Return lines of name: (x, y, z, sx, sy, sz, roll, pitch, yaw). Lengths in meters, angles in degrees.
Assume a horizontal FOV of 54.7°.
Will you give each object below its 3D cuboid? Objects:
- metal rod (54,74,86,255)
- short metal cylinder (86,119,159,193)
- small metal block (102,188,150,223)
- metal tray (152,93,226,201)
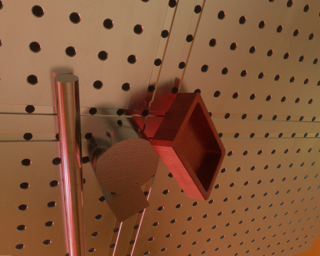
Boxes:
metal rod: (-0.111, 0.077, 0.398, 0.025, 0.025, 0.298, -9, 123, -24)
short metal cylinder: (-0.048, 0.035, 0.392, 0.081, 0.050, 0.079, -14, 124, -21)
small metal block: (-0.049, 0.103, 0.450, 0.050, 0.025, 0.050, -29, 129, -11)
metal tray: (0.045, 0.027, 0.420, 0.090, 0.030, 0.130, -61, 138, -31)
